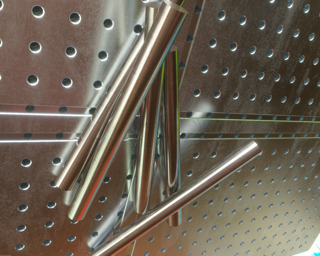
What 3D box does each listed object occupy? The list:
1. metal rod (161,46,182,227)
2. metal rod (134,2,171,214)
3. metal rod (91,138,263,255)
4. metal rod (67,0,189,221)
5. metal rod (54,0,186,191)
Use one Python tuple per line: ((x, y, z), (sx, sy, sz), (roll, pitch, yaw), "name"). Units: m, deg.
((0.016, 0.032, 0.441), (0.025, 0.025, 0.298), (-17, 125, -19), "metal rod")
((-0.014, 0.002, 0.385), (0.025, 0.025, 0.298), (-11, 130, -23), "metal rod")
((0.019, 0.114, 0.462), (0.300, 0.025, 0.025), (-37, 130, 9), "metal rod")
((-0.050, 0.004, 0.349), (0.025, 0.025, 0.298), (8, 126, -33), "metal rod")
((-0.042, -0.051, 0.357), (0.025, 0.025, 0.299), (23, 106, -37), "metal rod")
